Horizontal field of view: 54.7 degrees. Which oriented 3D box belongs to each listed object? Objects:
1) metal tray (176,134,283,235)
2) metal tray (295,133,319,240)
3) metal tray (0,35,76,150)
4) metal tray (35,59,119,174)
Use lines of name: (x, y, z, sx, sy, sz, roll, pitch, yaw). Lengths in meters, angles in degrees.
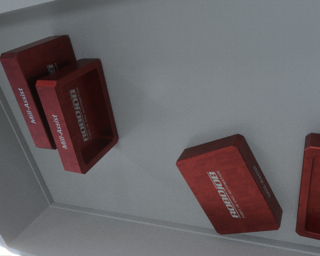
metal tray: (0.091, 0.079, 0.406, 0.090, 0.030, 0.130, -20, 108, 35)
metal tray: (0.204, 0.072, 0.342, 0.090, 0.030, 0.129, 6, 121, 25)
metal tray: (-0.143, -0.048, 0.412, 0.030, 0.090, 0.129, 4, 120, 26)
metal tray: (-0.102, -0.016, 0.410, 0.030, 0.090, 0.129, 6, 121, 25)
